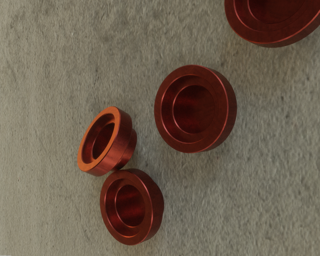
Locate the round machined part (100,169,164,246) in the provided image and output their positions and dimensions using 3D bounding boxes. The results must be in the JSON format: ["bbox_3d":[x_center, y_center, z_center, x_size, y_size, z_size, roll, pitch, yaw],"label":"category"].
[{"bbox_3d":[-0.033,0.103,0.419,0.098,0.042,0.097,0,90,39],"label":"round machined part"}]

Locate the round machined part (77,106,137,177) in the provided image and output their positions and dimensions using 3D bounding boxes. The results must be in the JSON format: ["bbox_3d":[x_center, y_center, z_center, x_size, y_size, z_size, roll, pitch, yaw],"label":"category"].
[{"bbox_3d":[-0.069,0.022,0.432,0.098,0.042,0.098,-33,41,34],"label":"round machined part"}]

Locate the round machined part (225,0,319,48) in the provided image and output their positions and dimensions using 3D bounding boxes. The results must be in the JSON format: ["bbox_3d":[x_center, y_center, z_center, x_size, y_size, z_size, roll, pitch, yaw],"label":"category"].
[{"bbox_3d":[0.116,-0.126,0.297,0.098,0.042,0.097,0,90,39],"label":"round machined part"}]

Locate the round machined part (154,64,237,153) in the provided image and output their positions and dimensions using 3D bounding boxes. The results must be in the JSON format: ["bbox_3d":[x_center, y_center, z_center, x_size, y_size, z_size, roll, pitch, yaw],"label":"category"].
[{"bbox_3d":[0.044,-0.021,0.356,0.098,0.042,0.097,0,90,39],"label":"round machined part"}]
